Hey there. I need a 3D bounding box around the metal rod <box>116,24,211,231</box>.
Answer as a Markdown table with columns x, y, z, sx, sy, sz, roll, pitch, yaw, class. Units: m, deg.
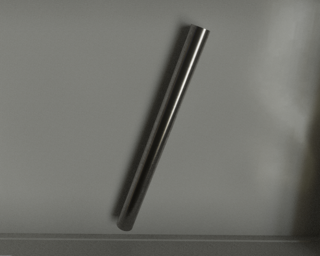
| x | y | z | sx | sy | sz | roll | pitch | yaw | class |
| --- | --- | --- | --- | --- | --- | --- | --- | --- | --- |
| -0.002 | 0.013 | 0.413 | 0.025 | 0.025 | 0.298 | 19 | 109 | -7 | metal rod |
